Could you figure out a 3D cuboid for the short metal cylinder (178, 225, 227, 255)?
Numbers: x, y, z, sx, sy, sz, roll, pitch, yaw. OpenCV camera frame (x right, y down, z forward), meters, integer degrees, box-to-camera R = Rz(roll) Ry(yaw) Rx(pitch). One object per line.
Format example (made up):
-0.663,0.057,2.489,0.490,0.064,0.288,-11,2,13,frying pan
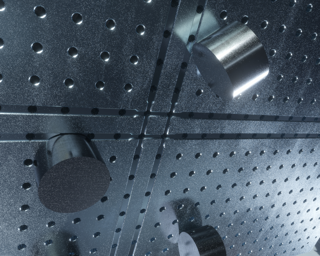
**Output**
0.074,0.219,0.552,0.050,0.080,0.079,-8,122,-25,short metal cylinder

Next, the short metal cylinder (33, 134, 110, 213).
-0.106,0.054,0.370,0.081,0.050,0.079,-14,124,-21,short metal cylinder

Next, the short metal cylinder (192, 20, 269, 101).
0.083,-0.080,0.371,0.050,0.080,0.080,-34,129,-6,short metal cylinder
